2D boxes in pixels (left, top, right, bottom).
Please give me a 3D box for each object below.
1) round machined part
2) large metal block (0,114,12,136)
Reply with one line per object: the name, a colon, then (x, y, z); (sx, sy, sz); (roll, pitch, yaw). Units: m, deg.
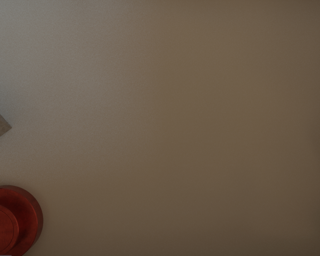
round machined part: (-0.208, 0.127, 0.400); (0.099, 0.042, 0.097); (0, 90, -1)
large metal block: (-0.238, -0.021, 0.376); (0.050, 0.080, 0.080); (-41, 91, -15)
